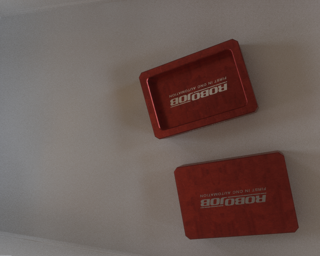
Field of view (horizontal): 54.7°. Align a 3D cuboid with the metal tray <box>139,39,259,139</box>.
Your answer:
[{"bbox_3d":[0.047,-0.045,0.391,0.130,0.030,0.090,-17,84,19],"label":"metal tray"}]

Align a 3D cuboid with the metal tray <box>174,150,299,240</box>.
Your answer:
[{"bbox_3d":[0.090,0.082,0.376,0.130,0.030,0.090,-11,86,19],"label":"metal tray"}]
